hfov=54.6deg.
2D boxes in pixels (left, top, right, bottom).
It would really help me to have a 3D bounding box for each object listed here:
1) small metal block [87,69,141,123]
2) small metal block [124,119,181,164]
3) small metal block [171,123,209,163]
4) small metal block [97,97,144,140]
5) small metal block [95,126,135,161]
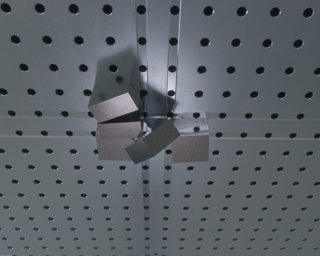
[{"bbox_3d":[-0.052,-0.038,0.363,0.050,0.050,0.025,-18,128,14],"label":"small metal block"},{"bbox_3d":[-0.010,0.018,0.394,0.025,0.050,0.050,56,144,-4],"label":"small metal block"},{"bbox_3d":[0.041,0.021,0.430,0.050,0.025,0.050,-4,130,3],"label":"small metal block"},{"bbox_3d":[-0.047,-0.013,0.384,0.050,0.050,0.025,-3,130,3],"label":"small metal block"},{"bbox_3d":[-0.059,0.019,0.427,0.050,0.025,0.050,2,130,-2],"label":"small metal block"}]
